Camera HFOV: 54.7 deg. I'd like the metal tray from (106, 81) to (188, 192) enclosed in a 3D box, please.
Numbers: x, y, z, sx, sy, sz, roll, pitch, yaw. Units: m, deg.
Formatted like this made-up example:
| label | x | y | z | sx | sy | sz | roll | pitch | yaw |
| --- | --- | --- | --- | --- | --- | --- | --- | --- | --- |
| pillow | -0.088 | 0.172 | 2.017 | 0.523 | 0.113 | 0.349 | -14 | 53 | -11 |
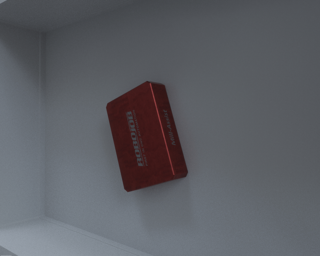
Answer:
| label | x | y | z | sx | sy | sz | roll | pitch | yaw |
| --- | --- | --- | --- | --- | --- | --- | --- | --- | --- |
| metal tray | -0.021 | 0.013 | 0.419 | 0.090 | 0.030 | 0.129 | -23 | 76 | 37 |
